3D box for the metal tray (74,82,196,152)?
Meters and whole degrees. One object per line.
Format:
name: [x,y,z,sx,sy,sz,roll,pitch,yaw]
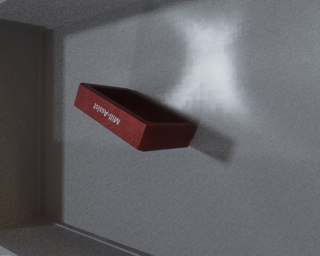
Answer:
metal tray: [-0.032,-0.016,0.384,0.130,0.091,0.030,31,109,35]
